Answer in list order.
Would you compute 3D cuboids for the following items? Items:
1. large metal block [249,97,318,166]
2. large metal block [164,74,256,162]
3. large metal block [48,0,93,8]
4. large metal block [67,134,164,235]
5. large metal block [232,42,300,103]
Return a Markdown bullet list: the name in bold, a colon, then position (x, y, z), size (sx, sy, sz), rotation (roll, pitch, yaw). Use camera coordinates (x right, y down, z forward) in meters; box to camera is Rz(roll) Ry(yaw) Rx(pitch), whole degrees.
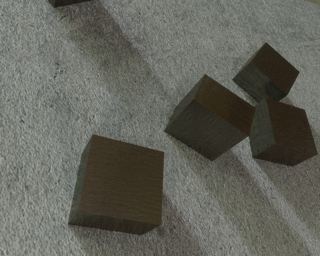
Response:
- **large metal block**: position (0.187, 0.008, 0.483), size (0.081, 0.050, 0.080), rotation (13, 56, -21)
- **large metal block**: position (0.065, -0.011, 0.410), size (0.080, 0.080, 0.050), rotation (33, 52, -7)
- **large metal block**: position (-0.139, -0.231, 0.454), size (0.081, 0.050, 0.080), rotation (-32, 80, -38)
- **large metal block**: position (-0.044, 0.062, 0.326), size (0.081, 0.050, 0.080), rotation (16, 55, -19)
- **large metal block**: position (0.187, -0.092, 0.544), size (0.080, 0.050, 0.080), rotation (42, 51, 0)
